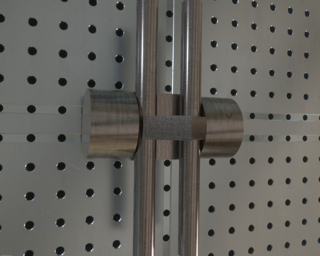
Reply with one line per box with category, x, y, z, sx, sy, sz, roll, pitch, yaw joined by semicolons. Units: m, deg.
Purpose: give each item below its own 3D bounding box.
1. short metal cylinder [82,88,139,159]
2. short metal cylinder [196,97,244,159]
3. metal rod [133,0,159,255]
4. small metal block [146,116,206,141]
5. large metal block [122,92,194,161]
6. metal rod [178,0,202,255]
short metal cylinder;-0.060;-0.004;0.358;0.050;0.080;0.079;2;90;-20
short metal cylinder;0.064;0.000;0.403;0.050;0.080;0.079;1;90;-19
metal rod;-0.016;0.002;0.350;0.025;0.025;0.298;1;90;-20
small metal block;0.018;0.000;0.336;0.050;0.050;0.025;1;90;24
large metal block;-0.003;-0.002;0.394;0.081;0.050;0.079;1;90;-20
metal rod;0.036;0.000;0.369;0.025;0.025;0.298;1;90;-20
